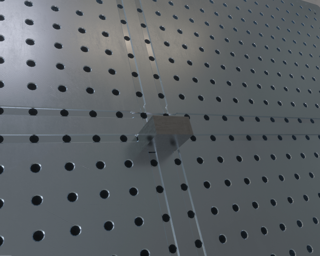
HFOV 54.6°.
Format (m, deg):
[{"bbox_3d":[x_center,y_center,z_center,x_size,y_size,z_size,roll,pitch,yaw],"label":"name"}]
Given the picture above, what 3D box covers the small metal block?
[{"bbox_3d":[0.006,0.008,0.390,0.050,0.050,0.025,1,61,-28],"label":"small metal block"}]
